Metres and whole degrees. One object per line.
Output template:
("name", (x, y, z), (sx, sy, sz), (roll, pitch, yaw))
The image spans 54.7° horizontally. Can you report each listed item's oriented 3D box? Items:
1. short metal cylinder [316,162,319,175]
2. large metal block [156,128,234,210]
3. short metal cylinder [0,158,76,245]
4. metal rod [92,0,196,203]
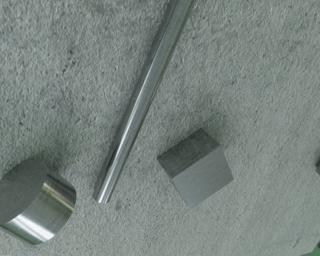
("short metal cylinder", (0.366, 0.084, 0.623), (0.081, 0.080, 0.050), (9, 114, -32))
("large metal block", (0.053, 0.061, 0.457), (0.080, 0.050, 0.080), (-34, 129, -6))
("short metal cylinder", (-0.142, 0.081, 0.344), (0.080, 0.080, 0.050), (-37, 129, -3))
("metal rod", (-0.022, -0.034, 0.373), (0.025, 0.025, 0.298), (11, 113, -33))
